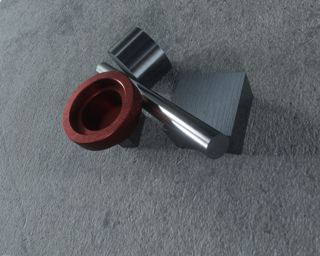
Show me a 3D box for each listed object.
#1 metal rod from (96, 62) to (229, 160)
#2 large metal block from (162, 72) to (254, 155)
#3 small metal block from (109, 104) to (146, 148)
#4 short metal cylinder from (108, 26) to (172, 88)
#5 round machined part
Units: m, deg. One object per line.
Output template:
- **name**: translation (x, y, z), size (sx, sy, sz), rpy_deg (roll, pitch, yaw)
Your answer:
- **metal rod**: translation (-0.021, -0.040, 0.391), size (0.025, 0.025, 0.300), rpy_deg (-46, 37, -4)
- **large metal block**: translation (0.059, -0.018, 0.369), size (0.080, 0.050, 0.080), rpy_deg (5, 64, 30)
- **small metal block**: translation (-0.046, -0.006, 0.416), size (0.025, 0.050, 0.050), rpy_deg (-2, 61, 27)
- **short metal cylinder**: translation (-0.029, -0.097, 0.443), size (0.050, 0.080, 0.080), rpy_deg (-45, 51, -3)
- **round machined part**: translation (-0.064, -0.017, 0.374), size (0.098, 0.042, 0.098), rpy_deg (-12, 58, 21)
